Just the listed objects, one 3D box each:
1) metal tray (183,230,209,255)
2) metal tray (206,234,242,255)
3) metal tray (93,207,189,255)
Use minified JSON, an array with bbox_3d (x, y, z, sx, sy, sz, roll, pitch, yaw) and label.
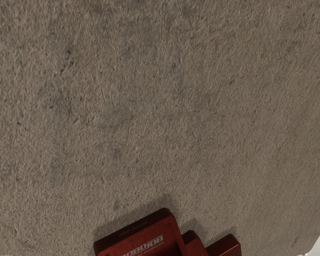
[{"bbox_3d":[0.028,0.258,0.561,0.131,0.030,0.090,-30,108,-10],"label":"metal tray"},{"bbox_3d":[0.129,0.291,0.658,0.091,0.030,0.129,-26,128,-13],"label":"metal tray"},{"bbox_3d":[-0.028,0.196,0.493,0.131,0.030,0.089,-23,109,-15],"label":"metal tray"}]
